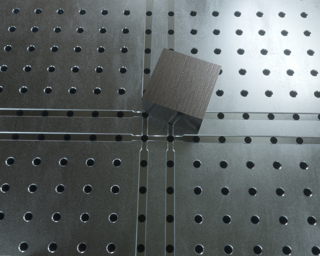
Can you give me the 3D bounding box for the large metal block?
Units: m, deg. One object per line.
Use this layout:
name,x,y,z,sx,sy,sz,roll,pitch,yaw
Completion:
large metal block,0.029,-0.050,0.417,0.080,0.050,0.080,19,71,7
